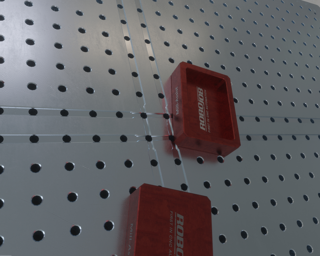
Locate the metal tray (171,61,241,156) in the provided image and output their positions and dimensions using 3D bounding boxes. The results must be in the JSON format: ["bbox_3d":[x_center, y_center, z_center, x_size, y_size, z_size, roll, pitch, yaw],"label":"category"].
[{"bbox_3d":[0.065,-0.030,0.457,0.091,0.030,0.130,13,56,-21],"label":"metal tray"}]

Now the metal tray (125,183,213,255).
[{"bbox_3d":[0.010,0.132,0.330,0.091,0.030,0.130,16,55,-19],"label":"metal tray"}]
